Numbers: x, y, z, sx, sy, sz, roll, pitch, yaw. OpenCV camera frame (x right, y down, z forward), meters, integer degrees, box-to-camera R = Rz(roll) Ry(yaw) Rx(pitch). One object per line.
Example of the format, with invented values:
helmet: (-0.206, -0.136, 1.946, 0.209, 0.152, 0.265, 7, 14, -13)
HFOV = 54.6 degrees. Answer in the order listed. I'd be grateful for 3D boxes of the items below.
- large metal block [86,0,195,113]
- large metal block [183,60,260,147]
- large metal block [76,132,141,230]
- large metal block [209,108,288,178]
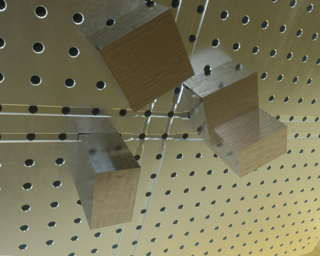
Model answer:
large metal block: (-0.019, -0.077, 0.336, 0.080, 0.050, 0.080, -33, 129, -7)
large metal block: (0.084, -0.034, 0.419, 0.080, 0.050, 0.080, -26, 128, -12)
large metal block: (-0.067, 0.060, 0.376, 0.050, 0.080, 0.079, -4, 120, -27)
large metal block: (0.124, 0.014, 0.451, 0.080, 0.080, 0.050, -25, 128, -13)
